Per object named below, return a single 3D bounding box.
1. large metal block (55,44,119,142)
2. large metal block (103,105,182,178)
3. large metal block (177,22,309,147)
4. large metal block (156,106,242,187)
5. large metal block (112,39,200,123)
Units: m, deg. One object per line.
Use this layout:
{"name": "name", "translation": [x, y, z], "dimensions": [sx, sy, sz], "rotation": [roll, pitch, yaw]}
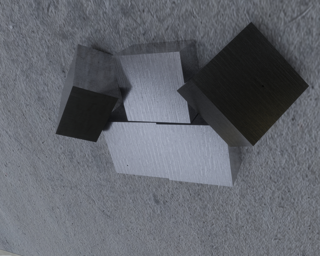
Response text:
{"name": "large metal block", "translation": [-0.090, -0.042, 0.384], "dimensions": [0.050, 0.080, 0.079], "rotation": [14, 133, -23]}
{"name": "large metal block", "translation": [-0.022, 0.016, 0.411], "dimensions": [0.080, 0.050, 0.079], "rotation": [1, 119, 27]}
{"name": "large metal block", "translation": [0.077, -0.038, 0.300], "dimensions": [0.080, 0.080, 0.050], "rotation": [46, 169, -4]}
{"name": "large metal block", "translation": [0.050, 0.020, 0.375], "dimensions": [0.080, 0.050, 0.079], "rotation": [1, 119, 27]}
{"name": "large metal block", "translation": [0.001, -0.054, 0.358], "dimensions": [0.080, 0.050, 0.079], "rotation": [3, 120, 26]}
